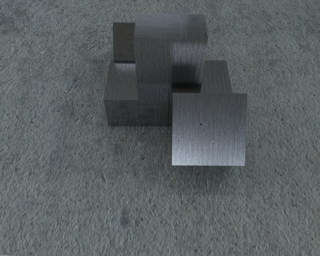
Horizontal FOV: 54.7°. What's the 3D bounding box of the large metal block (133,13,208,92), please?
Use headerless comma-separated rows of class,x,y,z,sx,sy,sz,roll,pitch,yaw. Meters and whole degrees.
large metal block,0.012,-0.090,0.381,0.081,0.080,0.050,1,50,0

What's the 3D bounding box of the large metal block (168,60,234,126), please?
large metal block,0.052,-0.049,0.428,0.081,0.050,0.080,1,50,0

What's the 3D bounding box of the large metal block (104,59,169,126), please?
large metal block,-0.029,-0.049,0.427,0.081,0.050,0.080,1,50,0

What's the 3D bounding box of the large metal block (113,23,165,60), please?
large metal block,-0.024,-0.124,0.465,0.081,0.050,0.080,0,6,0

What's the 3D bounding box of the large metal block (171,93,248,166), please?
large metal block,0.054,-0.001,0.362,0.081,0.079,0.050,1,6,0
